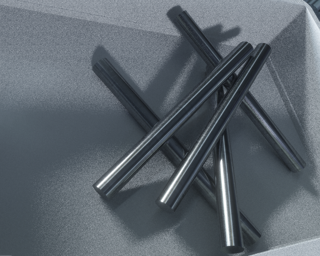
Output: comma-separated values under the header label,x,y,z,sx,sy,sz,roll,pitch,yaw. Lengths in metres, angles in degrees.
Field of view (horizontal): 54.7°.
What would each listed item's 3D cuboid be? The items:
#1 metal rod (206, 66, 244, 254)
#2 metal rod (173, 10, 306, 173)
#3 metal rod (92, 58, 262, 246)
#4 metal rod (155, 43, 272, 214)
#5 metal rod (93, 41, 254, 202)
label,x,y,z,sx,sy,sz,roll,pitch,yaw
metal rod,0.082,0.013,0.421,0.025,0.025,0.300,19,47,-18
metal rod,0.124,-0.052,0.475,0.300,0.025,0.025,50,51,-6
metal rod,0.018,0.027,0.400,0.300,0.025,0.025,48,51,6
metal rod,0.084,-0.018,0.413,0.025,0.025,0.301,39,61,-3
metal rod,0.033,-0.025,0.397,0.025,0.025,0.301,45,63,2
